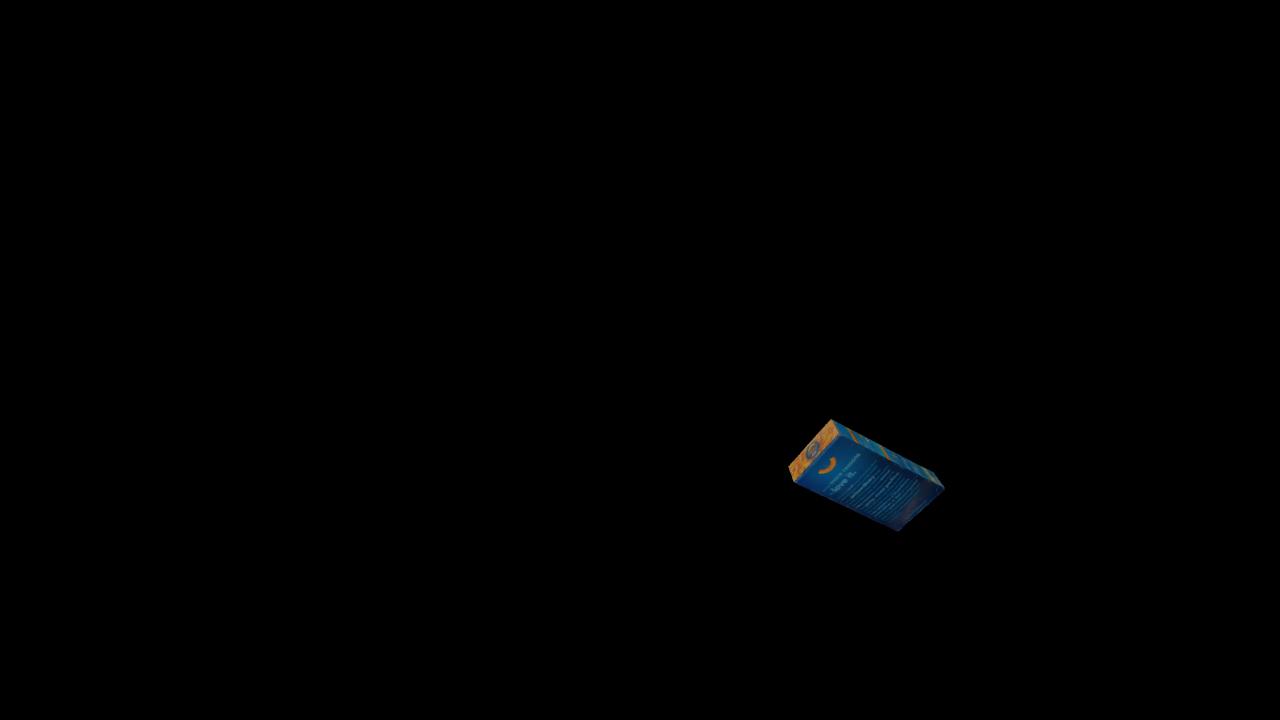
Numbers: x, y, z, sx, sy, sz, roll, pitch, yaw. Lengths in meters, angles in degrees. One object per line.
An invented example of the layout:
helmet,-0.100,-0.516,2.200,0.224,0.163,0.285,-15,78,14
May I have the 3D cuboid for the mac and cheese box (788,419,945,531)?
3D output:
mac and cheese box,0.298,0.155,0.811,0.184,0.093,0.041,27,26,-17
